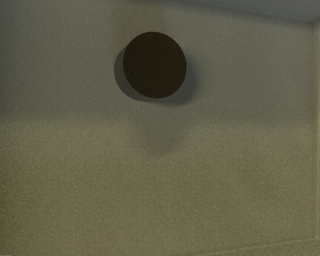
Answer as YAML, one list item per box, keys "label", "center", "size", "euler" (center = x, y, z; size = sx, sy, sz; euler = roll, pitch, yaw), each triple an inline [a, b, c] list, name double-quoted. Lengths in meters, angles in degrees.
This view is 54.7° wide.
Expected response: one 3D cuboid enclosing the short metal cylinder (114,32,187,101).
- label: "short metal cylinder"
  center: [-0.014, -0.075, 0.393]
  size: [0.081, 0.050, 0.079]
  euler: [0, 90, -21]
